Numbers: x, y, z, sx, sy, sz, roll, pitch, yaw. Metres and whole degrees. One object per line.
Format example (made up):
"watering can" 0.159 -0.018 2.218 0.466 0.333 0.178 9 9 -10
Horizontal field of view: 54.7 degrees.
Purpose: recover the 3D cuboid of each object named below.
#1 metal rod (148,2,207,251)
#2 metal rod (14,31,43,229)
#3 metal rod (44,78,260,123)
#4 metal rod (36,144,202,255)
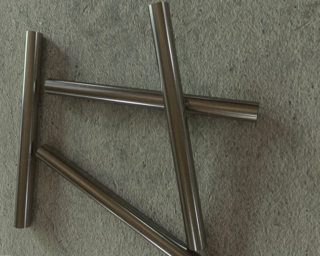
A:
"metal rod" 0.023 0.003 0.377 0.025 0.025 0.298 -8 96 19
"metal rod" -0.203 0.003 0.478 0.025 0.025 0.298 5 92 19
"metal rod" -0.024 -0.040 0.416 0.301 0.025 0.025 9 93 19
"metal rod" -0.056 0.110 0.427 0.300 0.025 0.025 32 100 16
